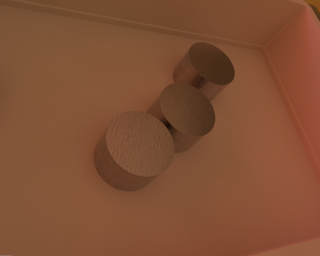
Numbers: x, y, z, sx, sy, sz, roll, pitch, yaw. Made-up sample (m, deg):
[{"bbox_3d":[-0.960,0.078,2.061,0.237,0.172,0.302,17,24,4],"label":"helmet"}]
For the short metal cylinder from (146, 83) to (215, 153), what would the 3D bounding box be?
[{"bbox_3d":[0.026,-0.013,0.413,0.081,0.050,0.080,14,56,-21],"label":"short metal cylinder"}]

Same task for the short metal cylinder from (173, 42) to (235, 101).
[{"bbox_3d":[0.067,-0.085,0.480,0.081,0.050,0.080,14,56,-21],"label":"short metal cylinder"}]

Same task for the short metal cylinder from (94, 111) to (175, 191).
[{"bbox_3d":[-0.030,0.027,0.358,0.081,0.050,0.080,14,56,-21],"label":"short metal cylinder"}]
